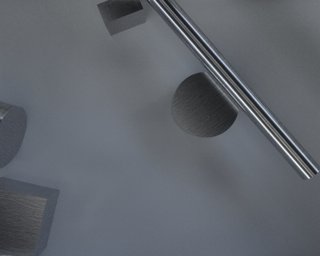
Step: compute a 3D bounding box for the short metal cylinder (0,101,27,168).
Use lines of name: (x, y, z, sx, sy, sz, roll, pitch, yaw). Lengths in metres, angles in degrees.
short metal cylinder: (-0.209, 0.005, 0.381, 0.050, 0.080, 0.080, 17, 90, 0)

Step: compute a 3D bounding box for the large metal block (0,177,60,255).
large metal block: (-0.185, 0.115, 0.397, 0.080, 0.050, 0.080, 13, 90, -1)

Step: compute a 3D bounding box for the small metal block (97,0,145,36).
small metal block: (-0.048, -0.146, 0.398, 0.050, 0.050, 0.025, -21, 90, 0)

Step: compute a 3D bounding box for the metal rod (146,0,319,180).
metal rod: (0.078, -0.061, 0.362, 0.025, 0.025, 0.300, -41, 90, 0)

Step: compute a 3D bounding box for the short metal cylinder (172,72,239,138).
short metal cylinder: (0.056, -0.028, 0.400, 0.081, 0.050, 0.079, 0, 90, -1)
